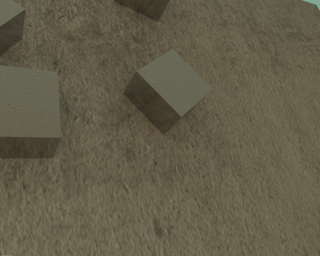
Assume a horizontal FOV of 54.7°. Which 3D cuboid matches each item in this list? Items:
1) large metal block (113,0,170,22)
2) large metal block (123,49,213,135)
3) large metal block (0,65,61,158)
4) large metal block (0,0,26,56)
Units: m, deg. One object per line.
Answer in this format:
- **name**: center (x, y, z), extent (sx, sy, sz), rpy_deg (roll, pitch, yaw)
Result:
- **large metal block**: center (-0.024, -0.240, 0.522), extent (0.080, 0.050, 0.080), rpy_deg (21, 54, -17)
- **large metal block**: center (0.012, -0.051, 0.427), extent (0.080, 0.050, 0.080), rpy_deg (46, 51, 3)
- **large metal block**: center (-0.149, -0.015, 0.317), extent (0.081, 0.050, 0.080), rpy_deg (2, 61, -28)
- **large metal block**: center (-0.214, -0.120, 0.346), extent (0.080, 0.050, 0.080), rpy_deg (34, 51, -7)
